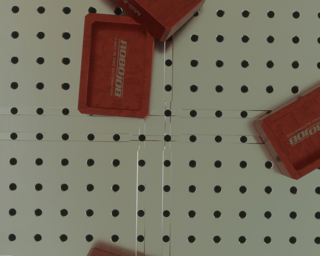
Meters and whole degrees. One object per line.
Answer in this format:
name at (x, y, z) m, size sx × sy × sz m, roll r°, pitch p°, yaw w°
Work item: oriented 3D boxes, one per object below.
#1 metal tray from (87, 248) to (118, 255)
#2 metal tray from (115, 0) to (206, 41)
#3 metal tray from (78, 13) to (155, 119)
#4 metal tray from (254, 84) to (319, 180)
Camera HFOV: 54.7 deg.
metal tray at (-0.046, 0.225, 0.410) m, size 0.131 × 0.030 × 0.090 m, roll 17°, pitch 90°, yaw -1°
metal tray at (-0.013, -0.184, 0.394) m, size 0.130 × 0.030 × 0.090 m, roll 42°, pitch 67°, yaw -1°
metal tray at (-0.055, -0.080, 0.410) m, size 0.091 × 0.030 × 0.129 m, roll 4°, pitch 90°, yaw -1°
metal tray at (0.206, -0.002, 0.413) m, size 0.130 × 0.030 × 0.090 m, roll -30°, pitch 90°, yaw -1°
